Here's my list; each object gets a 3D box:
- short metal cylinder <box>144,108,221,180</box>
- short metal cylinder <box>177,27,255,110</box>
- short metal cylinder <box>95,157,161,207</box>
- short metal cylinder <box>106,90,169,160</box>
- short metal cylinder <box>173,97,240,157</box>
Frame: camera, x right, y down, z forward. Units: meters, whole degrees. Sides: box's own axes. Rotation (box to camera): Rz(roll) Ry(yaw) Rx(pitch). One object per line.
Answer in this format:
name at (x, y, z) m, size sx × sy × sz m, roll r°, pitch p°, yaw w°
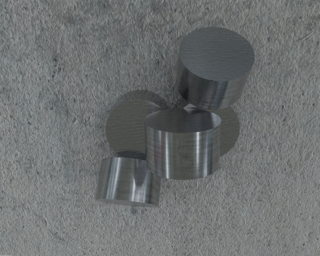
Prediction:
short metal cylinder at (0.024, 0.014, 0.334) m, size 0.081 × 0.080 × 0.050 m, roll -1°, pitch 110°, yaw 0°
short metal cylinder at (0.060, -0.067, 0.350) m, size 0.081 × 0.080 × 0.050 m, roll 1°, pitch 148°, yaw -1°
short metal cylinder at (-0.039, 0.072, 0.401) m, size 0.081 × 0.080 × 0.050 m, roll 7°, pitch 71°, yaw -3°
short metal cylinder at (-0.025, -0.004, 0.395) m, size 0.081 × 0.050 × 0.079 m, roll 0°, pitch 110°, yaw -1°
short metal cylinder at (0.056, -0.006, 0.396) m, size 0.081 × 0.050 × 0.079 m, roll 0°, pitch 110°, yaw -1°
